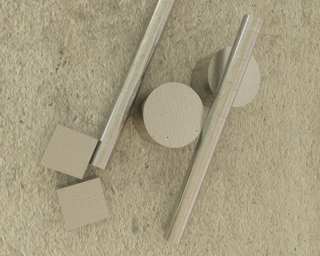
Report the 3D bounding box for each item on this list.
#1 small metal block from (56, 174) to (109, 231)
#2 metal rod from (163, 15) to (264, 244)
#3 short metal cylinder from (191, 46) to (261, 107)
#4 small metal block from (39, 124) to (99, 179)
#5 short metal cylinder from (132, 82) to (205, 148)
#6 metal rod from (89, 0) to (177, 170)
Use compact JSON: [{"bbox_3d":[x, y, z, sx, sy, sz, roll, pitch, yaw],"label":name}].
[{"bbox_3d":[-0.094,0.089,0.375,0.050,0.025,0.050,-14,95,-20],"label":"small metal block"},{"bbox_3d":[0.064,0.009,0.392,0.025,0.025,0.298,15,100,-20],"label":"metal rod"},{"bbox_3d":[0.090,-0.067,0.429,0.081,0.050,0.079,0,90,-20],"label":"short metal cylinder"},{"bbox_3d":[-0.108,0.027,0.369,0.050,0.025,0.050,24,82,-19],"label":"small metal block"},{"bbox_3d":[0.010,-0.016,0.399,0.081,0.050,0.079,0,90,-20],"label":"short metal cylinder"},{"bbox_3d":[-0.023,-0.091,0.400,0.025,0.025,0.299,24,82,-19],"label":"metal rod"}]
